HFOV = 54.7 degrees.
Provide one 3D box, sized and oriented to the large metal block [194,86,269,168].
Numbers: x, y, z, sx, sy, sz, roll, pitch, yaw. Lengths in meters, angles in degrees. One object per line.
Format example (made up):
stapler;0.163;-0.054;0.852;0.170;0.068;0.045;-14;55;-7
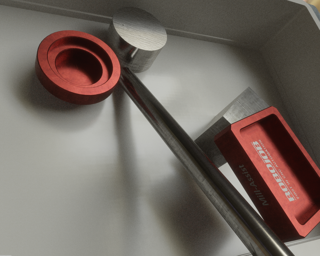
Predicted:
large metal block;0.099;0.001;0.425;0.050;0.080;0.080;45;51;2

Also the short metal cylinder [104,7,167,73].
short metal cylinder;-0.037;-0.127;0.449;0.081;0.050;0.080;14;56;-21

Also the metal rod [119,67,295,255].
metal rod;0.021;0.016;0.329;0.025;0.025;0.300;-7;40;-32

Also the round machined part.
round machined part;-0.102;-0.069;0.383;0.099;0.042;0.098;14;56;-21

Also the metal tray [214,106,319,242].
metal tray;0.129;0.046;0.344;0.091;0.030;0.130;-21;74;-37
